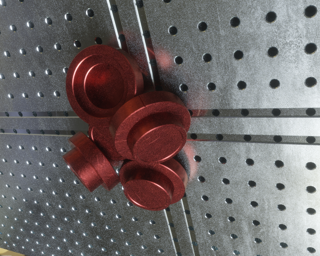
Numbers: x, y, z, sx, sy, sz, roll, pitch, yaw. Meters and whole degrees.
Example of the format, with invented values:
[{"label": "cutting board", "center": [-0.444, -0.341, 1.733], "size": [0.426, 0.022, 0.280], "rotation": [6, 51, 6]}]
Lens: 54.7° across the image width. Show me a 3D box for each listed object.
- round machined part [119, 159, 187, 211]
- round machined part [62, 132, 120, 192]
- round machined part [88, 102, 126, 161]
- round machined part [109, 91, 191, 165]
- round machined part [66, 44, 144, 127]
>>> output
[{"label": "round machined part", "center": [-0.013, 0.080, 0.439], "size": [0.098, 0.042, 0.097], "rotation": [10, 133, 11]}, {"label": "round machined part", "center": [-0.107, 0.056, 0.458], "size": [0.098, 0.042, 0.098], "rotation": [43, 159, 22]}, {"label": "round machined part", "center": [-0.060, 0.007, 0.433], "size": [0.098, 0.042, 0.097], "rotation": [13, 124, 20]}, {"label": "round machined part", "center": [-0.007, 0.007, 0.369], "size": [0.042, 0.099, 0.097], "rotation": [61, 141, 39]}, {"label": "round machined part", "center": [-0.064, -0.052, 0.386], "size": [0.098, 0.042, 0.097], "rotation": [3, 99, 22]}]
